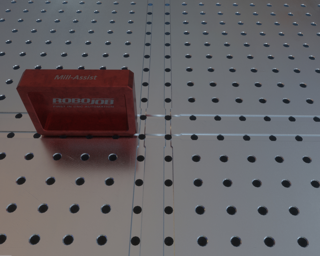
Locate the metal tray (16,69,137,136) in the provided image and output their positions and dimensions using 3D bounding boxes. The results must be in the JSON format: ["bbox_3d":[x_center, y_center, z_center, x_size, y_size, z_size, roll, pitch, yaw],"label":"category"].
[{"bbox_3d":[-0.097,-0.029,0.388,0.131,0.089,0.030,0,50,-1],"label":"metal tray"}]
